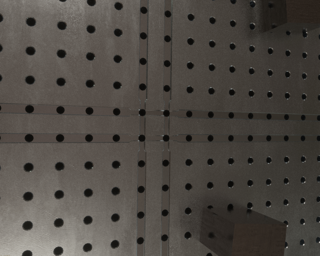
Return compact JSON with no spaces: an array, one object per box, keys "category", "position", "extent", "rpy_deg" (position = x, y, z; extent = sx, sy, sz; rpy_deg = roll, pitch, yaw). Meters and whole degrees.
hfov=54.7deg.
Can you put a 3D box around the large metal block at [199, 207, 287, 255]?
[{"category":"large metal block","position":[0.112,0.145,0.427],"extent":[0.081,0.080,0.050],"rpy_deg":[7,88,-20]}]

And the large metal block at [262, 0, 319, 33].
[{"category":"large metal block","position":[0.208,-0.194,0.478],"extent":[0.081,0.050,0.079],"rpy_deg":[-6,92,-20]}]
